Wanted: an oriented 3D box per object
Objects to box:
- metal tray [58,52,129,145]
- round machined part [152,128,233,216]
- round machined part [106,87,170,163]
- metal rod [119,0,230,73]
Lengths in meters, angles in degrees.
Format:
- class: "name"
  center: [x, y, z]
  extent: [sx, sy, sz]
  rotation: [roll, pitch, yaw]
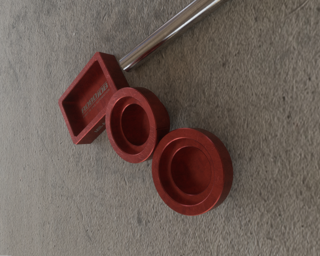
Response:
- class: "metal tray"
  center: [-0.105, -0.044, 0.488]
  extent: [0.129, 0.030, 0.090]
  rotation: [-40, 66, 32]
- class: "round machined part"
  center: [0.041, 0.048, 0.360]
  extent: [0.098, 0.042, 0.097]
  rotation: [0, 90, 39]
- class: "round machined part"
  center: [-0.025, -0.005, 0.409]
  extent: [0.098, 0.042, 0.097]
  rotation: [10, 104, 42]
- class: "metal rod"
  center: [0.059, -0.147, 0.356]
  extent: [0.299, 0.025, 0.025]
  rotation: [-28, 73, 36]
